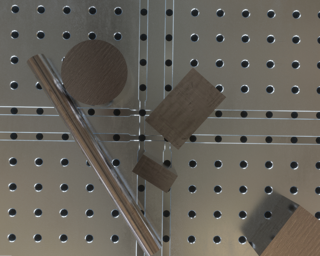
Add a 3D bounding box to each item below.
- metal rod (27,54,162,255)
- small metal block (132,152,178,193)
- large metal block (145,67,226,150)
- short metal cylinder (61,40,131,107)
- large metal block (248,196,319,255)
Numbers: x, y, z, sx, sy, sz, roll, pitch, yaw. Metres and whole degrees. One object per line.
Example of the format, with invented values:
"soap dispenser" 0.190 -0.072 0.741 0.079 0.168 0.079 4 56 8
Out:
"metal rod" -0.086 0.036 0.412 0.025 0.025 0.299 -32 90 0
"small metal block" -0.006 0.055 0.401 0.050 0.050 0.025 32 90 -1
"large metal block" 0.028 -0.022 0.386 0.050 0.080 0.080 42 90 -1
"short metal cylinder" -0.080 -0.068 0.400 0.081 0.050 0.079 0 90 -1
"large metal block" 0.178 0.150 0.403 0.080 0.050 0.080 38 90 -1
